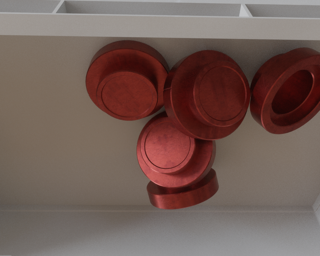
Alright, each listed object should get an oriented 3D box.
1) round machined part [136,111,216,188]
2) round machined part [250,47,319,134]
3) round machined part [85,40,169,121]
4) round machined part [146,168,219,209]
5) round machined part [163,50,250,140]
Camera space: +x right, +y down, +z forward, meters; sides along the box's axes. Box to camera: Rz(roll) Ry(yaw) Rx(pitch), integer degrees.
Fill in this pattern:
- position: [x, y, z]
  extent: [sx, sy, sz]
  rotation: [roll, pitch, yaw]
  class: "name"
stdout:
- position: [0.015, 0.023, 0.378]
  extent: [0.098, 0.098, 0.042]
  rotation: [-20, 161, 16]
  class: "round machined part"
- position: [0.142, -0.044, 0.348]
  extent: [0.099, 0.042, 0.097]
  rotation: [-15, 130, -18]
  class: "round machined part"
- position: [-0.036, -0.047, 0.358]
  extent: [0.099, 0.042, 0.097]
  rotation: [-1, 130, 0]
  class: "round machined part"
- position: [0.029, 0.070, 0.430]
  extent: [0.098, 0.098, 0.042]
  rotation: [-12, 101, 10]
  class: "round machined part"
- position: [0.057, -0.035, 0.333]
  extent: [0.099, 0.042, 0.097]
  rotation: [0, 91, -22]
  class: "round machined part"
